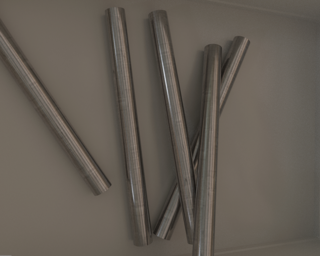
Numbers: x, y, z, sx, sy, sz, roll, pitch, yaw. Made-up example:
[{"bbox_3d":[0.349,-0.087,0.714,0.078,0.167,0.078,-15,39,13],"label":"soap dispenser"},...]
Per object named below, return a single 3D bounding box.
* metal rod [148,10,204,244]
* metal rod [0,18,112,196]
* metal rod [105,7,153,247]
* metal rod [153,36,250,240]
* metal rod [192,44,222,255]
[{"bbox_3d":[0.022,-0.004,0.401,0.025,0.025,0.298,-9,87,-20],"label":"metal rod"},{"bbox_3d":[-0.147,-0.049,0.356,0.025,0.025,0.299,-35,101,-17],"label":"metal rod"},{"bbox_3d":[-0.039,0.001,0.395,0.025,0.025,0.298,-8,93,-20],"label":"metal rod"},{"bbox_3d":[0.061,0.008,0.432,0.025,0.025,0.299,26,81,-18],"label":"metal rod"},{"bbox_3d":[0.061,0.030,0.394,0.025,0.025,0.299,12,71,-20],"label":"metal rod"}]
